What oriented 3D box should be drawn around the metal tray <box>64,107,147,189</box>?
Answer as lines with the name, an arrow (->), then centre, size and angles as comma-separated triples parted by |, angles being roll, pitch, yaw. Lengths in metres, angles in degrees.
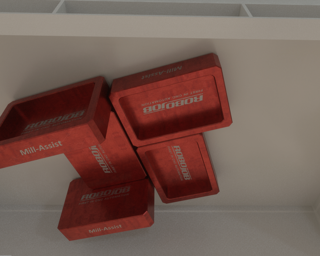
metal tray -> -0.080, 0.026, 0.423 | 0.090, 0.030, 0.129 | -14, 129, 11

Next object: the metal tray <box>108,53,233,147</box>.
metal tray -> 0.015, -0.030, 0.378 | 0.131, 0.030, 0.090 | -13, 129, 10

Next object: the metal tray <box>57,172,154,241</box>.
metal tray -> -0.075, 0.107, 0.453 | 0.131, 0.090, 0.030 | -13, 129, 10

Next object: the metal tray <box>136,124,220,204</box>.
metal tray -> 0.029, 0.054, 0.450 | 0.090, 0.030, 0.129 | -14, 129, 11

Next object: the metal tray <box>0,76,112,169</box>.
metal tray -> -0.123, -0.008, 0.353 | 0.130, 0.090, 0.030 | -14, 129, 11
